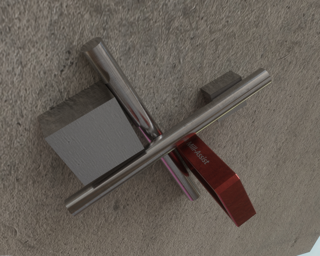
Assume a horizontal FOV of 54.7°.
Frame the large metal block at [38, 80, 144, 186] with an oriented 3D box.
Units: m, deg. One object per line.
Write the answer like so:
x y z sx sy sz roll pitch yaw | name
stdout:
-0.076 0.005 0.353 0.080 0.050 0.080 -32 129 -8 | large metal block

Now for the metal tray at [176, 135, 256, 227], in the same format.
0.066 0.059 0.414 0.030 0.130 0.090 -36 129 -4 | metal tray

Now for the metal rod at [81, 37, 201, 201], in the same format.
-0.008 0.011 0.413 0.025 0.025 0.299 -36 130 -4 | metal rod

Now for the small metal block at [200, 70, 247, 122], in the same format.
0.090 -0.044 0.432 0.050 0.025 0.050 -31 129 -9 | small metal block

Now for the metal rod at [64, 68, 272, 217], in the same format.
0.015 0.014 0.394 0.301 0.025 0.025 -34 129 -6 | metal rod
